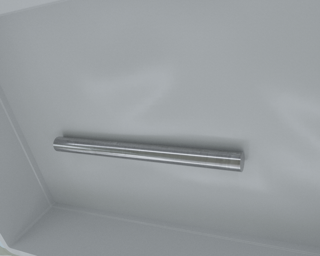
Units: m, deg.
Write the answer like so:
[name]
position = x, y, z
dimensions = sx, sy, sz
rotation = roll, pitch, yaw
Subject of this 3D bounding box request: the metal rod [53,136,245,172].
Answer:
[metal rod]
position = -0.033, 0.034, 0.447
dimensions = 0.300, 0.025, 0.025
rotation = 3, 120, 26
